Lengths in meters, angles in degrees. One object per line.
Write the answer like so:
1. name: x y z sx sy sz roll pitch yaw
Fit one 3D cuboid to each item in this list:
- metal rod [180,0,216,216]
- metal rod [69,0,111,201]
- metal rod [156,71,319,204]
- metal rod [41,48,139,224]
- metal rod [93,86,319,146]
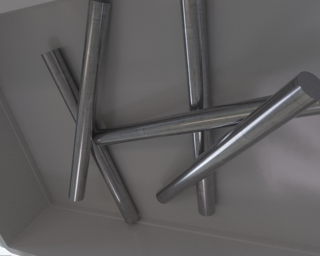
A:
1. metal rod: 0.049 -0.012 0.375 0.025 0.025 0.298 6 121 25
2. metal rod: -0.101 -0.019 0.425 0.025 0.025 0.298 22 119 15
3. metal rod: 0.058 0.036 0.349 0.025 0.025 0.298 40 145 1
4. metal rod: -0.099 0.025 0.476 0.025 0.025 0.299 -8 115 32
5. metal rod: 0.025 -0.005 0.361 0.300 0.025 0.025 -10 114 40
